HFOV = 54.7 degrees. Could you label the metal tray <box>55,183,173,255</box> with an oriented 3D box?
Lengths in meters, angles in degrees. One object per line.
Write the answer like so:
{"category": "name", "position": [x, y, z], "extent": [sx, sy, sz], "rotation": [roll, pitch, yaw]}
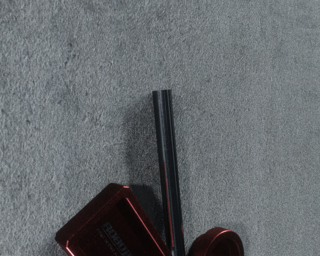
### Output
{"category": "metal tray", "position": [-0.047, 0.142, 0.363], "extent": [0.090, 0.030, 0.130], "rotation": [-42, 116, -32]}

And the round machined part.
{"category": "round machined part", "position": [0.080, 0.198, 0.464], "extent": [0.099, 0.042, 0.097], "rotation": [0, 90, -40]}

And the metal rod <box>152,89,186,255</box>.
{"category": "metal rod", "position": [0.016, 0.098, 0.420], "extent": [0.025, 0.025, 0.298], "rotation": [-9, 96, -40]}
